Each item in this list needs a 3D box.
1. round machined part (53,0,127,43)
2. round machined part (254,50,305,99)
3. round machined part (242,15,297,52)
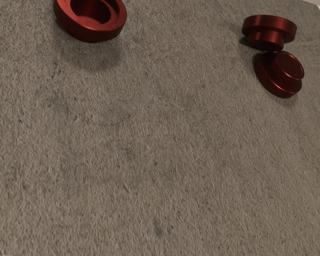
[{"bbox_3d":[-0.100,-0.160,0.438,0.099,0.042,0.098,14,56,-21],"label":"round machined part"},{"bbox_3d":[0.232,-0.108,0.587,0.099,0.042,0.098,14,56,-21],"label":"round machined part"},{"bbox_3d":[0.204,-0.176,0.590,0.099,0.098,0.042,13,92,-22],"label":"round machined part"}]
